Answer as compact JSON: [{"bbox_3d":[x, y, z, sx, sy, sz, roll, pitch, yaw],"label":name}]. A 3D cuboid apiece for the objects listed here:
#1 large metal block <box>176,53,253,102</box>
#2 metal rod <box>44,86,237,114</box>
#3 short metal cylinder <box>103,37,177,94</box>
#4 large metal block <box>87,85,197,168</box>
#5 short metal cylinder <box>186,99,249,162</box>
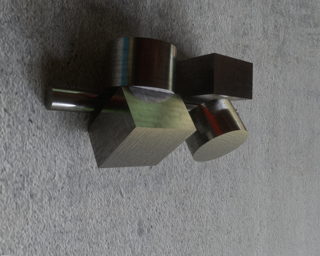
[{"bbox_3d":[0.070,-0.065,0.428,0.081,0.080,0.050,2,89,-40],"label":"large metal block"},{"bbox_3d":[0.003,-0.025,0.411,0.302,0.025,0.025,3,88,-40],"label":"metal rod"},{"bbox_3d":[-0.022,-0.066,0.351,0.081,0.080,0.050,4,88,-40],"label":"short metal cylinder"},{"bbox_3d":[-0.022,0.002,0.344,0.081,0.080,0.050,3,54,-40],"label":"large metal block"},{"bbox_3d":[0.073,0.005,0.423,0.081,0.080,0.050,2,54,-40],"label":"short metal cylinder"}]
